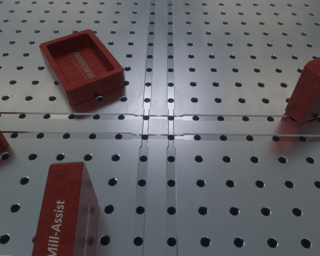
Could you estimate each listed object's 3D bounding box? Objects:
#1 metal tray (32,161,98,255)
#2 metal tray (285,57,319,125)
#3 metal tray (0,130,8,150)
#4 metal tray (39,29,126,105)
[{"bbox_3d":[-0.081,0.107,0.275,0.030,0.090,0.130,-3,50,-2],"label":"metal tray"},{"bbox_3d":[0.241,-0.065,0.420,0.131,0.090,0.030,-23,54,-18],"label":"metal tray"},{"bbox_3d":[-0.274,0.021,0.385,0.131,0.030,0.090,-35,58,-26],"label":"metal tray"},{"bbox_3d":[-0.123,-0.100,0.488,0.091,0.030,0.130,-25,54,-20],"label":"metal tray"}]
